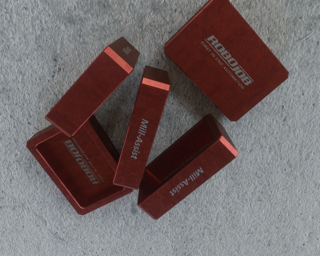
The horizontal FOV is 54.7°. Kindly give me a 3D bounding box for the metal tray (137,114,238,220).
[{"bbox_3d":[0.030,0.046,0.393,0.130,0.090,0.030,-41,105,13],"label":"metal tray"}]

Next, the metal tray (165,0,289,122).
[{"bbox_3d":[0.080,-0.082,0.379,0.090,0.030,0.130,-43,105,13],"label":"metal tray"}]

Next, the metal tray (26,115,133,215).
[{"bbox_3d":[-0.104,0.048,0.424,0.090,0.030,0.130,-27,108,9],"label":"metal tray"}]

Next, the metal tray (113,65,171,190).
[{"bbox_3d":[-0.022,-0.003,0.374,0.030,0.090,0.129,16,109,-6],"label":"metal tray"}]

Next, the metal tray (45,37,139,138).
[{"bbox_3d":[-0.066,-0.051,0.335,0.030,0.130,0.090,42,104,-14],"label":"metal tray"}]
